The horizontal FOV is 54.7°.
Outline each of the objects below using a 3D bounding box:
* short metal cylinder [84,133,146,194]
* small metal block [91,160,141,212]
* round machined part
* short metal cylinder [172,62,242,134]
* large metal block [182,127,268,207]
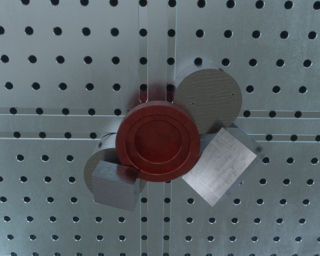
[{"bbox_3d":[-0.057,0.053,0.419,0.081,0.050,0.079,0,110,0],"label":"short metal cylinder"},{"bbox_3d":[-0.052,0.070,0.372,0.050,0.025,0.050,12,130,8],"label":"small metal block"},{"bbox_3d":[-0.002,0.013,0.378,0.099,0.042,0.097,0,110,0],"label":"round machined part"},{"bbox_3d":[0.056,-0.038,0.386,0.081,0.050,0.079,0,110,0],"label":"short metal cylinder"},{"bbox_3d":[0.085,0.046,0.395,0.050,0.080,0.080,43,108,21],"label":"large metal block"}]
